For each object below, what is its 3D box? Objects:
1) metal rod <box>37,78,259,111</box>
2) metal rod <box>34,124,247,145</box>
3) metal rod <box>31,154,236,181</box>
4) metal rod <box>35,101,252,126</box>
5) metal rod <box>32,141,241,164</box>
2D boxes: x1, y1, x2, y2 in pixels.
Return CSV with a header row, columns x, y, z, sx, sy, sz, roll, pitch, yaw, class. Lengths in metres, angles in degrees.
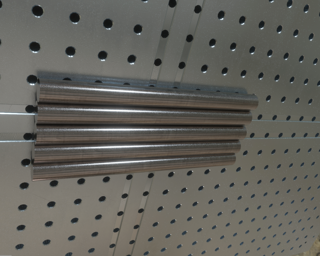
x,y,z,sx,sy,sz,roll,pitch,yaw,class
0.007,-0.039,0.393,0.303,0.025,0.025,0,118,-29,metal rod
-0.005,0.006,0.414,0.303,0.025,0.025,0,118,-29,metal rod
-0.017,0.049,0.434,0.303,0.025,0.025,0,119,-29,metal rod
0.001,-0.017,0.403,0.303,0.025,0.025,0,118,-29,metal rod
-0.011,0.028,0.424,0.303,0.025,0.025,0,118,-29,metal rod
